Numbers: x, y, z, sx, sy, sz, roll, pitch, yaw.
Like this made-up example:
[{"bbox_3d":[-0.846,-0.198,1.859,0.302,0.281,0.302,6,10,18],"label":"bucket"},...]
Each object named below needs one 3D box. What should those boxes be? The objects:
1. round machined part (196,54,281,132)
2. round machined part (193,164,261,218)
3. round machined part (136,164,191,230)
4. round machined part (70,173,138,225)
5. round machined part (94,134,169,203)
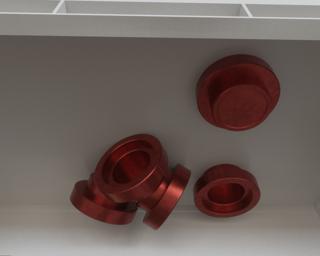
[{"bbox_3d":[0.094,-0.034,0.370,0.099,0.042,0.097,-1,130,0],"label":"round machined part"},{"bbox_3d":[0.100,0.093,0.479,0.099,0.042,0.097,-1,130,0],"label":"round machined part"},{"bbox_3d":[0.001,0.092,0.445,0.042,0.098,0.097,32,126,1],"label":"round machined part"},{"bbox_3d":[-0.077,0.098,0.454,0.099,0.098,0.042,21,94,-18],"label":"round machined part"},{"bbox_3d":[-0.033,0.057,0.409,0.098,0.098,0.042,-19,127,15],"label":"round machined part"}]
